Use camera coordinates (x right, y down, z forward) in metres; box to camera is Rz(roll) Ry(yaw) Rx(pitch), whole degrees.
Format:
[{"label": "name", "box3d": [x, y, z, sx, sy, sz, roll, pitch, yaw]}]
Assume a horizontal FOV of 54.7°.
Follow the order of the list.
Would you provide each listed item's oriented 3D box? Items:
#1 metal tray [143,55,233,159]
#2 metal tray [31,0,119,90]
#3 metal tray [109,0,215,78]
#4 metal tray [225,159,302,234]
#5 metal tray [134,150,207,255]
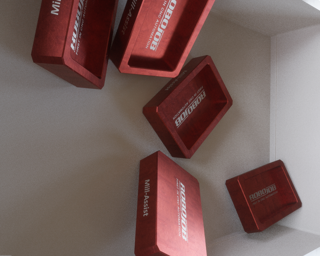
[{"label": "metal tray", "box3d": [0.045, -0.031, 0.440, 0.131, 0.030, 0.090, -48, 118, -29]}, {"label": "metal tray", "box3d": [-0.076, -0.112, 0.307, 0.090, 0.030, 0.129, 35, 63, -76]}, {"label": "metal tray", "box3d": [0.004, -0.122, 0.355, 0.091, 0.030, 0.129, -2, 132, -38]}, {"label": "metal tray", "box3d": [0.180, 0.113, 0.529, 0.131, 0.030, 0.090, -12, 75, -37]}, {"label": "metal tray", "box3d": [0.014, 0.102, 0.372, 0.090, 0.030, 0.130, 40, 32, -32]}]
